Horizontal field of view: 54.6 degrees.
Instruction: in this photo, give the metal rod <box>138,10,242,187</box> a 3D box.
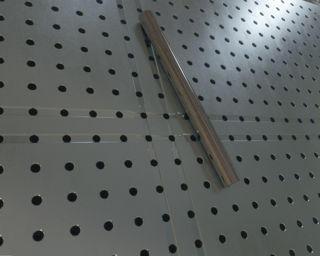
[{"bbox_3d":[0.037,-0.055,0.460,0.025,0.025,0.299,-13,68,-33],"label":"metal rod"}]
